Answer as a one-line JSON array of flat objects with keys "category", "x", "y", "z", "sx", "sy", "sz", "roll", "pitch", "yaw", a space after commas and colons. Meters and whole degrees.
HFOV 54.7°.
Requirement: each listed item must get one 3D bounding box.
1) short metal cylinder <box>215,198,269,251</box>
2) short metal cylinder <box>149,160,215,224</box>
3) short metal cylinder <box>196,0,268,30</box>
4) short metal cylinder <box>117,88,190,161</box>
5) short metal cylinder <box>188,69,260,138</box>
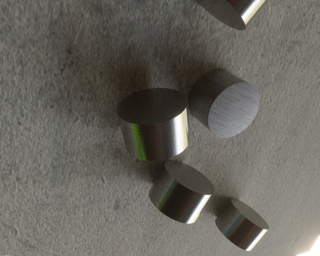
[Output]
[{"category": "short metal cylinder", "x": 0.148, "y": 0.174, "z": 0.563, "sx": 0.080, "sy": 0.080, "sz": 0.050, "roll": 25, "pitch": 105, "yaw": -37}, {"category": "short metal cylinder", "x": 0.031, "y": 0.090, "z": 0.446, "sx": 0.081, "sy": 0.080, "sz": 0.050, "roll": 17, "pitch": 110, "yaw": -35}, {"category": "short metal cylinder", "x": 0.073, "y": -0.148, "z": 0.321, "sx": 0.080, "sy": 0.080, "sz": 0.050, "roll": 32, "pitch": 101, "yaw": -39}, {"category": "short metal cylinder", "x": -0.006, "y": -0.006, "z": 0.365, "sx": 0.081, "sy": 0.080, "sz": 0.050, "roll": -20, "pitch": 126, "yaw": -17}, {"category": "short metal cylinder", "x": 0.086, "y": -0.033, "z": 0.419, "sx": 0.081, "sy": 0.050, "sz": 0.079, "roll": -14, "pitch": 125, "yaw": -21}]
